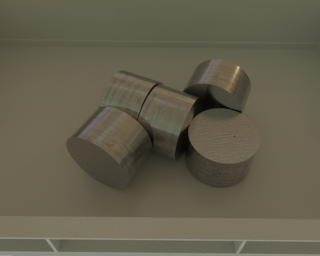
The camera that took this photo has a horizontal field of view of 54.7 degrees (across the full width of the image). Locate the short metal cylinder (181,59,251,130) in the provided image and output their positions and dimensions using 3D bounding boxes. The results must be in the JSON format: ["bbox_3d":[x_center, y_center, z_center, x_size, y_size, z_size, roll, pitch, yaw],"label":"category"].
[{"bbox_3d":[0.072,-0.042,0.403,0.080,0.080,0.050,18,52,14],"label":"short metal cylinder"}]

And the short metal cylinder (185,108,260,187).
[{"bbox_3d":[0.072,0.023,0.368,0.081,0.050,0.080,0,50,0],"label":"short metal cylinder"}]

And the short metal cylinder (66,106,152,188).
[{"bbox_3d":[-0.056,0.022,0.348,0.080,0.080,0.050,23,54,18],"label":"short metal cylinder"}]

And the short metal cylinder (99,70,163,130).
[{"bbox_3d":[-0.034,-0.027,0.389,0.050,0.080,0.080,20,53,16],"label":"short metal cylinder"}]

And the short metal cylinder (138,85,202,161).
[{"bbox_3d":[0.012,-0.007,0.374,0.050,0.080,0.080,21,53,16],"label":"short metal cylinder"}]
